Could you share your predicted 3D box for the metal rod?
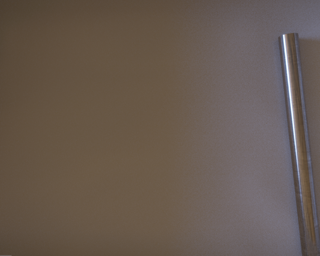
[{"bbox_3d":[0.187,0.026,0.412,0.025,0.025,0.298,-6,90,0],"label":"metal rod"}]
